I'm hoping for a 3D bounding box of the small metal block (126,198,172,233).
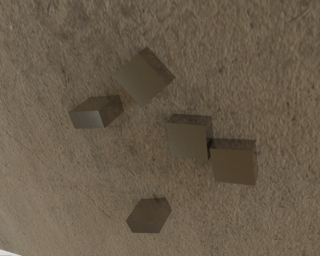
[{"bbox_3d":[-0.017,0.136,0.482,0.050,0.050,0.025,-11,113,32],"label":"small metal block"}]

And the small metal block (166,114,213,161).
[{"bbox_3d":[0.039,0.011,0.392,0.050,0.025,0.050,5,121,25],"label":"small metal block"}]

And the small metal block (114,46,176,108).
[{"bbox_3d":[-0.018,-0.061,0.377,0.050,0.025,0.050,48,129,-6],"label":"small metal block"}]

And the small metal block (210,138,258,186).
[{"bbox_3d":[0.092,0.041,0.383,0.050,0.025,0.050,2,119,27],"label":"small metal block"}]

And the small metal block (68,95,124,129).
[{"bbox_3d":[-0.085,-0.022,0.420,0.050,0.050,0.025,-1,118,28],"label":"small metal block"}]
